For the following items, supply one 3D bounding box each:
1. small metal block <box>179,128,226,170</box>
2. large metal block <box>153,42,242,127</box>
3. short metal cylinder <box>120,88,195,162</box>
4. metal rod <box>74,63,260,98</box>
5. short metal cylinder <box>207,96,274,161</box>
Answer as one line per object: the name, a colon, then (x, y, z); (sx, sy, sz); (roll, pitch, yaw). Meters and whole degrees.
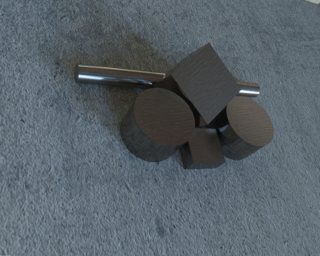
small metal block: (0.054, 0.028, 0.418); (0.050, 0.025, 0.050); (2, 61, -27)
large metal block: (0.052, -0.057, 0.429); (0.080, 0.050, 0.080); (-44, 103, -26)
short metal cylinder: (-0.004, -0.003, 0.388); (0.081, 0.050, 0.080); (14, 56, -21)
metal rod: (0.029, -0.067, 0.461); (0.303, 0.025, 0.025); (1, 62, -28)
short metal cylinder: (0.116, 0.001, 0.451); (0.081, 0.050, 0.080); (14, 56, -21)
